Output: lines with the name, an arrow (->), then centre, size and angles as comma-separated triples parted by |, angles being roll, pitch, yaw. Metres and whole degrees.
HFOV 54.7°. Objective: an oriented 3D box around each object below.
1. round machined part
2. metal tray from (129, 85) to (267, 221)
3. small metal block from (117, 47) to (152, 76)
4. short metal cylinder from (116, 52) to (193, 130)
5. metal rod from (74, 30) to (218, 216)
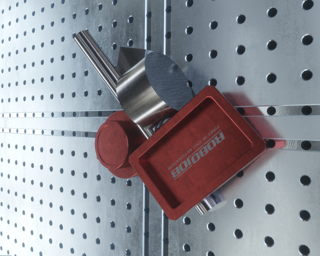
round machined part -> -0.055, 0.023, 0.440 | 0.098, 0.042, 0.097 | 0, 90, 39
metal tray -> 0.039, 0.028, 0.345 | 0.130, 0.030, 0.090 | -42, 71, 14
small metal block -> -0.034, -0.085, 0.436 | 0.050, 0.025, 0.050 | 17, 101, 38
short metal cylinder -> -0.006, -0.045, 0.376 | 0.050, 0.081, 0.080 | -31, 71, 35
metal rod -> -0.027, -0.018, 0.408 | 0.025, 0.025, 0.299 | -47, 70, 29
